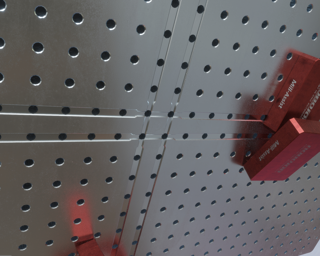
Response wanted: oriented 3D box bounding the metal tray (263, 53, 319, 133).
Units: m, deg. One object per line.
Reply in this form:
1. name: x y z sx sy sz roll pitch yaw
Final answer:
1. metal tray: 0.236 -0.047 0.507 0.091 0.030 0.129 9 114 -32

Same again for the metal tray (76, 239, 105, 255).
1. metal tray: -0.087 0.244 0.459 0.030 0.090 0.129 -17 119 -26

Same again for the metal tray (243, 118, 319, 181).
1. metal tray: 0.214 0.041 0.519 0.091 0.030 0.129 5 136 -29
